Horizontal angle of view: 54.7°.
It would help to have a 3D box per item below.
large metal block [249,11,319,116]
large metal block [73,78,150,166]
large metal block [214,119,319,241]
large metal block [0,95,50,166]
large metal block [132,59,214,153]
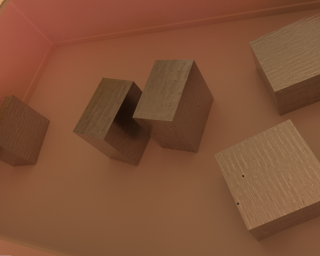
[{"bbox_3d":[0.158,-0.072,0.351,0.080,0.050,0.080,-22,54,14],"label":"large metal block"},{"bbox_3d":[-0.051,-0.007,0.400,0.050,0.080,0.080,12,68,33],"label":"large metal block"},{"bbox_3d":[0.110,0.051,0.300,0.080,0.050,0.080,-27,53,11],"label":"large metal block"},{"bbox_3d":[-0.230,0.007,0.484,0.050,0.080,0.080,-7,59,24],"label":"large metal block"},{"bbox_3d":[0.020,-0.025,0.374,0.050,0.080,0.080,6,65,31],"label":"large metal block"}]
